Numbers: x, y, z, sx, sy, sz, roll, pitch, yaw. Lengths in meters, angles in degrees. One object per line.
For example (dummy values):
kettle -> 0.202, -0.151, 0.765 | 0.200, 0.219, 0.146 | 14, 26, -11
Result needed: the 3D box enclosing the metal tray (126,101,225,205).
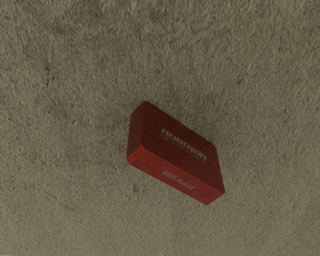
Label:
metal tray -> 0.021, 0.032, 0.393 | 0.130, 0.090, 0.030 | 32, 123, -25
